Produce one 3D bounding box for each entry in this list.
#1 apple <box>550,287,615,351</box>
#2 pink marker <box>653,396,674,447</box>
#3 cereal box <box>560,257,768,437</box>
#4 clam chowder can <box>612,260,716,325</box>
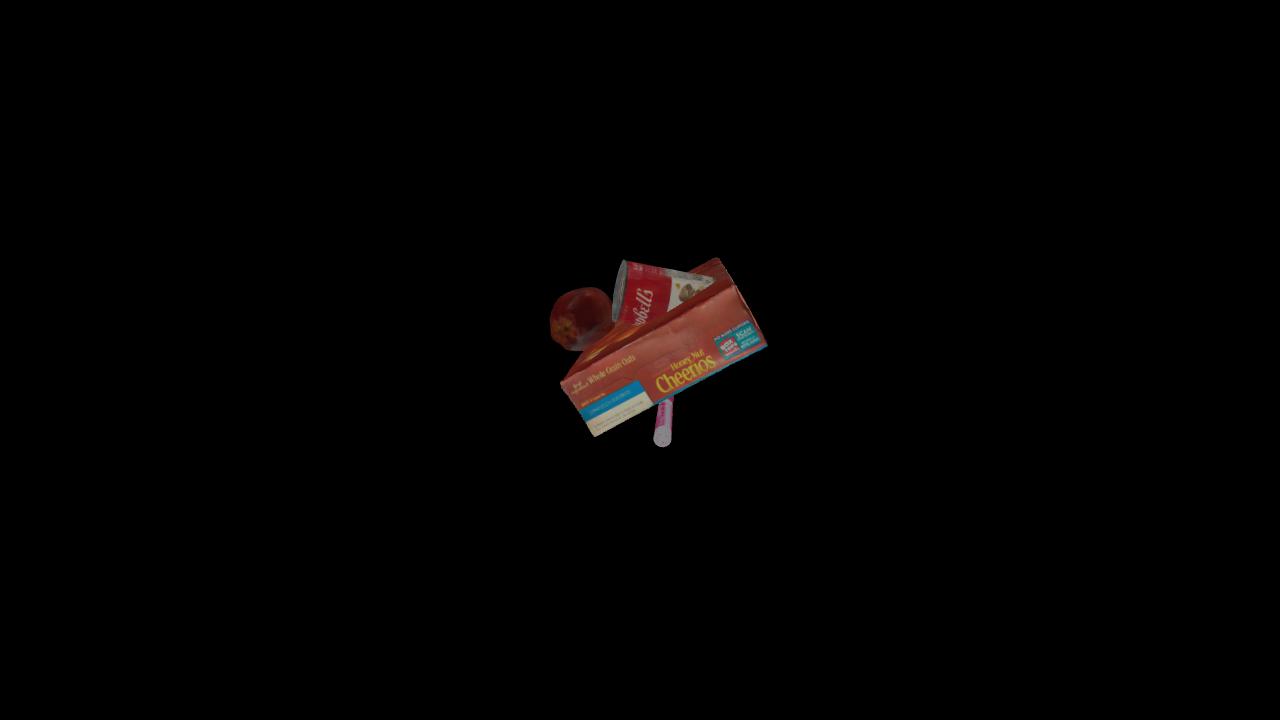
[{"bbox_3d":[-0.069,-0.049,0.746,0.079,0.079,0.093,0,16,28],"label":"apple"},{"bbox_3d":[0.028,0.063,0.694,0.020,0.020,0.121,0,19,5],"label":"pink marker"},{"bbox_3d":[0.032,-0.031,0.746,0.203,0.081,0.306,-29,11,10],"label":"cereal box"},{"bbox_3d":[0.026,-0.066,0.663,0.102,0.068,0.068,9,-2,-11],"label":"clam chowder can"}]
